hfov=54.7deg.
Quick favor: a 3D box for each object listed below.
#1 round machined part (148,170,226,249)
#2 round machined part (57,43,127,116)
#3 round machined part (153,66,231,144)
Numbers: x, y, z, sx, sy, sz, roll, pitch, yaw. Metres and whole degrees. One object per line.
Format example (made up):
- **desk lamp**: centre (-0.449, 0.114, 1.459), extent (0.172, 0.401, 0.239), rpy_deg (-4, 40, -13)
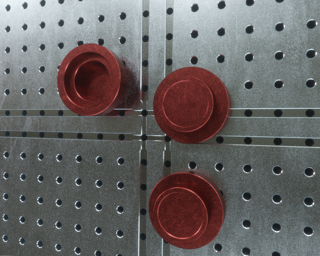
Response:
- **round machined part**: centre (0.031, 0.105, 0.392), extent (0.098, 0.042, 0.097), rpy_deg (0, 90, 19)
- **round machined part**: centre (-0.090, -0.065, 0.434), extent (0.098, 0.042, 0.097), rpy_deg (0, 90, 19)
- **round machined part**: centre (0.037, -0.029, 0.390), extent (0.098, 0.042, 0.097), rpy_deg (0, 90, 19)
